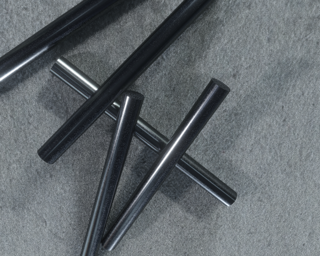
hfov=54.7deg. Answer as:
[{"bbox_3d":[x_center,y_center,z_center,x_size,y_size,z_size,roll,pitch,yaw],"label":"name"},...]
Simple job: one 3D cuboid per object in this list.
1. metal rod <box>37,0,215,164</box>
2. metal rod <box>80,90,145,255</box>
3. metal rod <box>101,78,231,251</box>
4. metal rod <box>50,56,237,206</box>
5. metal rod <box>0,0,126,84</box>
[{"bbox_3d":[-0.033,-0.069,0.364,0.300,0.025,0.025,-44,105,6],"label":"metal rod"},{"bbox_3d":[-0.074,0.089,0.425,0.025,0.025,0.298,16,115,-6],"label":"metal rod"},{"bbox_3d":[-0.005,0.064,0.410,0.025,0.025,0.298,28,116,-10],"label":"metal rod"},{"bbox_3d":[-0.012,0.012,0.414,0.301,0.025,0.025,38,105,-13],"label":"metal rod"},{"bbox_3d":[-0.114,-0.117,0.364,0.300,0.025,0.025,-30,108,10],"label":"metal rod"}]
